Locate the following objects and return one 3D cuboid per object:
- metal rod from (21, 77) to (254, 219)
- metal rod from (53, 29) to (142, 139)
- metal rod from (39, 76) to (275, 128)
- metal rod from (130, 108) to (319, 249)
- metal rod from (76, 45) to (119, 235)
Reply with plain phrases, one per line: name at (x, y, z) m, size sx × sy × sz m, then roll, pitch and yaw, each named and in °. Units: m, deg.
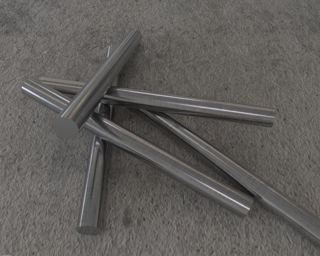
metal rod at (-0.036, 0.017, 0.362) m, size 0.301 × 0.025 × 0.025 m, roll 28°, pitch 55°, yaw 12°
metal rod at (-0.065, -0.079, 0.413) m, size 0.025 × 0.025 × 0.301 m, roll 7°, pitch 33°, yaw 6°
metal rod at (-0.010, -0.035, 0.398) m, size 0.301 × 0.025 × 0.025 m, roll 9°, pitch 51°, yaw 7°
metal rod at (0.067, 0.037, 0.372) m, size 0.300 × 0.025 × 0.025 m, roll 36°, pitch 59°, yaw 26°
metal rod at (-0.074, -0.011, 0.411) m, size 0.025 × 0.025 × 0.300 m, roll 0°, pitch 50°, yaw 0°
